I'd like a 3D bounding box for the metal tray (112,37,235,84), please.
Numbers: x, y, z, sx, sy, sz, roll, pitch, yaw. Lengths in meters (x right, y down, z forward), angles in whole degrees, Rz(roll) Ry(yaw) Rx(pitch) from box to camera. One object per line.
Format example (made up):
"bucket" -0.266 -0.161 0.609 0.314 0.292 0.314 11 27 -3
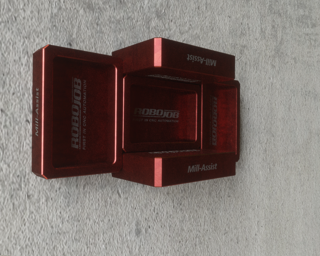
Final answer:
"metal tray" 0.018 -0.076 0.381 0.131 0.090 0.030 0 90 -40

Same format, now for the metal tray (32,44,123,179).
"metal tray" -0.086 -0.015 0.332 0.091 0.030 0.129 1 90 -40

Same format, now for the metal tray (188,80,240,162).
"metal tray" 0.084 -0.011 0.476 0.091 0.030 0.129 1 90 -40

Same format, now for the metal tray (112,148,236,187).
"metal tray" 0.019 0.044 0.380 0.131 0.090 0.030 0 90 -40

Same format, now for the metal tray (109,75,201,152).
"metal tray" -0.002 -0.016 0.404 0.131 0.030 0.089 1 90 -40
